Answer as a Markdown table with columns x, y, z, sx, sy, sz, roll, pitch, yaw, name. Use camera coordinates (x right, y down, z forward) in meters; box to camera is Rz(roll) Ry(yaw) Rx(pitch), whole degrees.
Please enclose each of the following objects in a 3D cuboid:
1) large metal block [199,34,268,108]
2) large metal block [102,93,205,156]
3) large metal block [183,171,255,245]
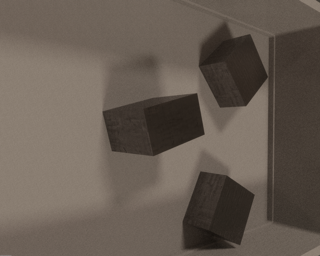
| x | y | z | sx | sy | sz | roll | pitch | yaw | name |
| --- | --- | --- | --- | --- | --- | --- | --- | --- | --- |
| 0.119 | -0.089 | 0.493 | 0.080 | 0.050 | 0.080 | -47 | 119 | -30 | large metal block |
| -0.008 | -0.006 | 0.366 | 0.081 | 0.080 | 0.050 | -20 | 103 | -39 | large metal block |
| 0.091 | 0.121 | 0.470 | 0.080 | 0.050 | 0.080 | 35 | 68 | -35 | large metal block |
